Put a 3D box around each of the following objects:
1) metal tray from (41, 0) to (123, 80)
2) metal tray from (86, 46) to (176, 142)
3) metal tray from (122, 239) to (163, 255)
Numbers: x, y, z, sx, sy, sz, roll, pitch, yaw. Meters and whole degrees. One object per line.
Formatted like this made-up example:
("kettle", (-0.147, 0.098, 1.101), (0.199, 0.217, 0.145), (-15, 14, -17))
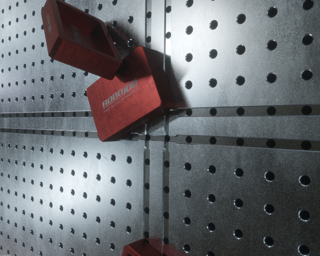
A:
("metal tray", (-0.111, -0.127, 0.432), (0.030, 0.091, 0.130), (-51, 43, 26))
("metal tray", (-0.047, -0.044, 0.442), (0.130, 0.030, 0.090), (-29, 72, 36))
("metal tray", (-0.023, 0.233, 0.422), (0.090, 0.030, 0.129), (25, 106, 36))
